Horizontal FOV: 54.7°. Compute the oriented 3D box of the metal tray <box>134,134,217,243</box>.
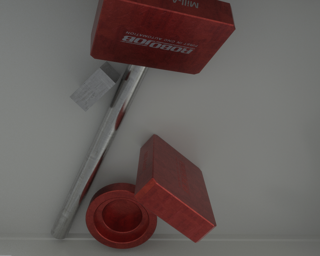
[{"bbox_3d":[0.017,0.067,0.380,0.090,0.130,0.030,39,105,-13],"label":"metal tray"}]

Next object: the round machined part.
[{"bbox_3d":[-0.053,0.121,0.446,0.099,0.042,0.097,0,110,-1],"label":"round machined part"}]

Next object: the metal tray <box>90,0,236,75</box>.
[{"bbox_3d":[-0.001,-0.101,0.325,0.131,0.030,0.090,5,155,-20],"label":"metal tray"}]

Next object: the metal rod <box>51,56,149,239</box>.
[{"bbox_3d":[-0.085,0.033,0.422,0.025,0.025,0.298,25,108,-9],"label":"metal rod"}]

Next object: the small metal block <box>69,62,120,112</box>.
[{"bbox_3d":[-0.077,-0.052,0.378,0.050,0.050,0.025,-41,106,13],"label":"small metal block"}]
